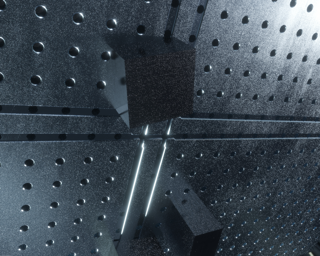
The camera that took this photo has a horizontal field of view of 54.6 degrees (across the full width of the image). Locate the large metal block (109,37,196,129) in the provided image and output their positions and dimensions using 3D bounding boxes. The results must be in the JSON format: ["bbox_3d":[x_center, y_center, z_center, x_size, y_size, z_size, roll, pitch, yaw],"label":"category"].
[{"bbox_3d":[-0.008,-0.054,0.357,0.081,0.050,0.080,-14,124,-21],"label":"large metal block"}]

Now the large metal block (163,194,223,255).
[{"bbox_3d":[0.051,0.169,0.507,0.050,0.080,0.079,-5,121,-26],"label":"large metal block"}]

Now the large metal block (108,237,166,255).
[{"bbox_3d":[-0.033,0.227,0.497,0.081,0.080,0.050,6,116,-31],"label":"large metal block"}]
